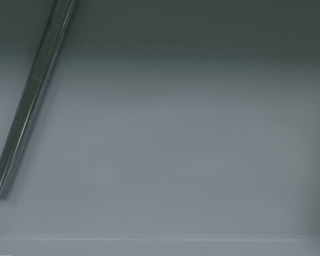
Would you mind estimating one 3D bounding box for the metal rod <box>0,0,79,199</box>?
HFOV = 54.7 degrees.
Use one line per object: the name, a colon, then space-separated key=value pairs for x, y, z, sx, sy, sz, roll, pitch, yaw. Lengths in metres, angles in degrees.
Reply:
metal rod: x=-0.166 y=-0.033 z=0.396 sx=0.025 sy=0.025 sz=0.298 roll=24 pitch=108 yaw=-9
